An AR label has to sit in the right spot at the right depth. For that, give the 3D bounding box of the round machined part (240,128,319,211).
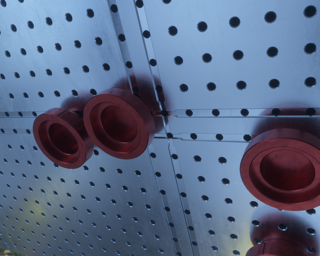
[{"bbox_3d":[0.144,0.042,0.350,0.098,0.042,0.097,13,124,20],"label":"round machined part"}]

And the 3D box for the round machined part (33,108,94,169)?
[{"bbox_3d":[-0.143,0.012,0.481,0.098,0.042,0.097,13,124,20],"label":"round machined part"}]

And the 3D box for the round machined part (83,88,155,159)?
[{"bbox_3d":[-0.051,-0.009,0.420,0.098,0.042,0.097,13,124,20],"label":"round machined part"}]

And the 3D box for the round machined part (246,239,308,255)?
[{"bbox_3d":[0.169,0.195,0.431,0.098,0.042,0.097,13,124,20],"label":"round machined part"}]
